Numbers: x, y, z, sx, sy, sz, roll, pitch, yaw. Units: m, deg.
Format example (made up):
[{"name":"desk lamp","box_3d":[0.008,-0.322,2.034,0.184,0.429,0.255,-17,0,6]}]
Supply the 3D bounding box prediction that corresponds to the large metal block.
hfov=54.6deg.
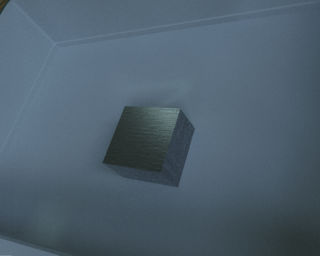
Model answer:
[{"name":"large metal block","box_3d":[-0.012,0.021,0.384,0.080,0.050,0.080,5,64,30]}]
